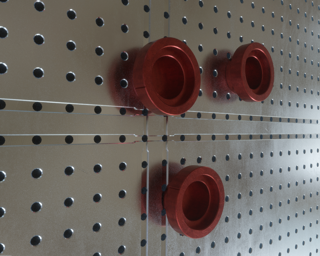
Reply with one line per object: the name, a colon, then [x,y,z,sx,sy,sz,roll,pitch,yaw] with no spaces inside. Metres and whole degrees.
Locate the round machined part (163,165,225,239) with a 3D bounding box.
round machined part: [0.044,0.101,0.438,0.099,0.042,0.097,0,90,-40]

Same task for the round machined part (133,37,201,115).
round machined part: [0.004,-0.065,0.404,0.099,0.042,0.097,0,90,-40]

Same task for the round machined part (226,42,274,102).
round machined part: [0.149,-0.093,0.526,0.099,0.042,0.097,0,90,-40]
